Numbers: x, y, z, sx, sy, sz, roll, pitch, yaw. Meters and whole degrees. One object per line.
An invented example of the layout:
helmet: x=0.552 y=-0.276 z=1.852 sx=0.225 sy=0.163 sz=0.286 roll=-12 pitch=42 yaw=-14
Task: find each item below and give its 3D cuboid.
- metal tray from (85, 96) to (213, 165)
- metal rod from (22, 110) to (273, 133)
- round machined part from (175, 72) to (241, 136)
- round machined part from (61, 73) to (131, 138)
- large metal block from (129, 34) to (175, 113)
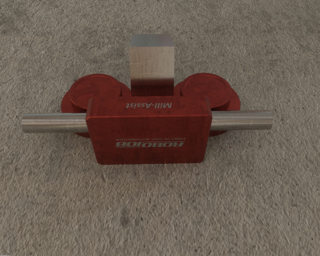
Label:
metal tray: x=-0.012 y=0.005 z=0.358 sx=0.131 sy=0.089 sz=0.030 roll=-1 pitch=50 yaw=-1
metal rod: x=-0.014 y=-0.008 z=0.385 sx=0.302 sy=0.025 sz=0.025 roll=-1 pitch=50 yaw=-1
round machined part: x=0.061 y=-0.039 z=0.426 sx=0.099 sy=0.042 sz=0.098 roll=0 pitch=50 yaw=0
round machined part: x=-0.085 y=-0.037 z=0.421 sx=0.099 sy=0.042 sz=0.098 roll=0 pitch=50 yaw=0
large metal block: x=-0.010 y=-0.072 z=0.394 sx=0.050 sy=0.079 sz=0.080 roll=-1 pitch=27 yaw=-2
